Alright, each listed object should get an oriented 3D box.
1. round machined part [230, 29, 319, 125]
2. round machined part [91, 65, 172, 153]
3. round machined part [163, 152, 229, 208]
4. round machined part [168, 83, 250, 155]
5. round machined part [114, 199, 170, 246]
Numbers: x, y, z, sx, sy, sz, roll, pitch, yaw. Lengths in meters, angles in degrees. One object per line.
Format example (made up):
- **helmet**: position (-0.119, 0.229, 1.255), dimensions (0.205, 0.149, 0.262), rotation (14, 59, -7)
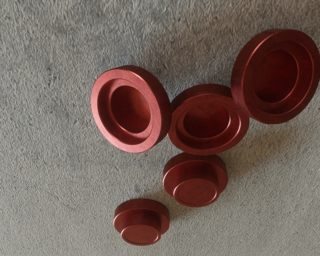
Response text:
- **round machined part**: position (0.118, -0.056, 0.332), dimensions (0.099, 0.042, 0.097), rotation (-7, 111, -19)
- **round machined part**: position (-0.028, -0.024, 0.355), dimensions (0.098, 0.042, 0.097), rotation (14, 117, 29)
- **round machined part**: position (0.054, 0.083, 0.467), dimensions (0.099, 0.042, 0.097), rotation (0, 130, 0)
- **round machined part**: position (0.057, -0.015, 0.383), dimensions (0.099, 0.042, 0.097), rotation (-1, 131, -1)
- **round machined part**: position (-0.032, 0.169, 0.540), dimensions (0.099, 0.042, 0.097), rotation (0, 130, 0)
